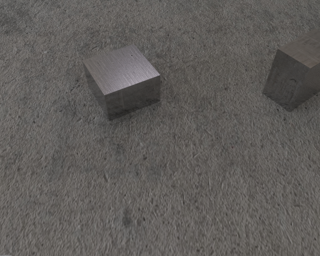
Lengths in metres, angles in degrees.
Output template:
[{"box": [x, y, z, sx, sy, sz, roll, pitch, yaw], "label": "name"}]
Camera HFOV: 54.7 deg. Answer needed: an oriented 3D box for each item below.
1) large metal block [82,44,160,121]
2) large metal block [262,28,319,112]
[{"box": [-0.054, -0.067, 0.443, 0.081, 0.050, 0.080, -23, 54, -18], "label": "large metal block"}, {"box": [0.201, -0.081, 0.437, 0.081, 0.080, 0.050, -30, 56, -23], "label": "large metal block"}]
